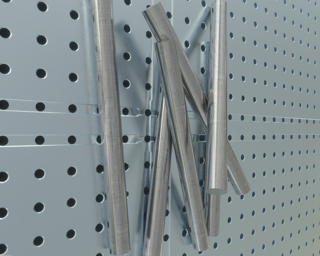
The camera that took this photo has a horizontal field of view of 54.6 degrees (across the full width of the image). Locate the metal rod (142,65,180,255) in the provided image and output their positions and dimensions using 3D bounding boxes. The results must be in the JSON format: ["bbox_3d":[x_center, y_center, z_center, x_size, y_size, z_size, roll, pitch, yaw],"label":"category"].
[{"bbox_3d":[0.002,0.045,0.409,0.025,0.025,0.299,10,84,-40],"label":"metal rod"}]

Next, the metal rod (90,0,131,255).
[{"bbox_3d":[-0.057,-0.003,0.360,0.025,0.025,0.298,-6,94,-40],"label":"metal rod"}]

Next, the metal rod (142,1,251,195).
[{"bbox_3d":[0.059,-0.024,0.423,0.025,0.025,0.299,-45,117,-31],"label":"metal rod"}]

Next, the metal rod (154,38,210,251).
[{"bbox_3d":[0.033,0.037,0.408,0.025,0.025,0.298,-27,115,-37],"label":"metal rod"}]

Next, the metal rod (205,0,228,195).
[{"bbox_3d":[0.078,-0.060,0.417,0.025,0.025,0.300,29,55,-36],"label":"metal rod"}]

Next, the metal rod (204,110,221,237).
[{"bbox_3d":[0.084,0.013,0.478,0.025,0.025,0.298,4,87,-40],"label":"metal rod"}]
